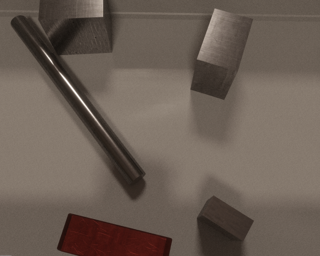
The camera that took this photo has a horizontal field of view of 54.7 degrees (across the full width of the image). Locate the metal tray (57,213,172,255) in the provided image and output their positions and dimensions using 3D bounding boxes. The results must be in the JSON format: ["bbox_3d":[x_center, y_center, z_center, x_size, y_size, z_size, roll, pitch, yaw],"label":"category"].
[{"bbox_3d":[-0.037,0.116,0.311,0.090,0.130,0.030,12,71,4],"label":"metal tray"}]

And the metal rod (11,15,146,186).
[{"bbox_3d":[-0.120,-0.047,0.425,0.025,0.025,0.300,-36,74,-12],"label":"metal rod"}]

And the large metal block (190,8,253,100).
[{"bbox_3d":[0.081,-0.096,0.417,0.050,0.080,0.080,18,71,6],"label":"large metal block"}]

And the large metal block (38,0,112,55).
[{"bbox_3d":[-0.113,-0.147,0.433,0.081,0.080,0.050,-3,70,-2],"label":"large metal block"}]

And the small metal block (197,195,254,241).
[{"bbox_3d":[0.074,0.106,0.359,0.050,0.050,0.025,31,73,10],"label":"small metal block"}]
